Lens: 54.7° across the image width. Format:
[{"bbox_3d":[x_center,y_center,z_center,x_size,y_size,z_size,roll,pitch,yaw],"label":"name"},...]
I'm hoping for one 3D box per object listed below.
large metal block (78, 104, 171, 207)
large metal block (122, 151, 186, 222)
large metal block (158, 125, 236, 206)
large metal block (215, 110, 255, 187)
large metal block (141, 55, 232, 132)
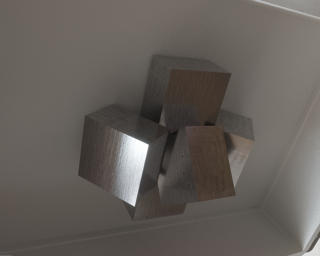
[{"bbox_3d":[-0.042,0.029,0.356,0.050,0.080,0.079,-33,142,-56],"label":"large metal block"},{"bbox_3d":[-0.002,0.079,0.439,0.081,0.050,0.079,1,118,-29],"label":"large metal block"},{"bbox_3d":[0.036,0.046,0.368,0.050,0.080,0.080,-1,75,-29],"label":"large metal block"},{"bbox_3d":[0.090,0.028,0.429,0.050,0.080,0.079,18,115,6],"label":"large metal block"},{"bbox_3d":[0.029,-0.040,0.379,0.081,0.050,0.079,-2,119,-28],"label":"large metal block"}]
